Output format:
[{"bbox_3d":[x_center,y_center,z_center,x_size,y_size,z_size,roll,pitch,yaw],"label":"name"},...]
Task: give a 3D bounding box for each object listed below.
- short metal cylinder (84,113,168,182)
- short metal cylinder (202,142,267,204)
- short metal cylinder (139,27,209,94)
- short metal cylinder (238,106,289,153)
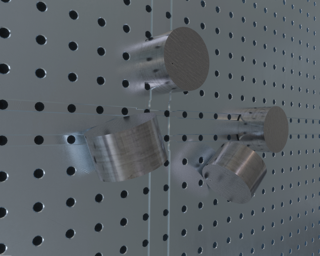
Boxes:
[{"bbox_3d":[-0.037,0.019,0.342,0.081,0.080,0.050,-25,106,-37],"label":"short metal cylinder"},{"bbox_3d":[0.111,0.067,0.466,0.050,0.080,0.080,-46,118,-30],"label":"short metal cylinder"},{"bbox_3d":[0.019,-0.087,0.408,0.081,0.050,0.079,0,90,-40],"label":"short metal cylinder"},{"bbox_3d":[0.182,0.002,0.545,0.081,0.050,0.079,0,90,-40],"label":"short metal cylinder"}]
